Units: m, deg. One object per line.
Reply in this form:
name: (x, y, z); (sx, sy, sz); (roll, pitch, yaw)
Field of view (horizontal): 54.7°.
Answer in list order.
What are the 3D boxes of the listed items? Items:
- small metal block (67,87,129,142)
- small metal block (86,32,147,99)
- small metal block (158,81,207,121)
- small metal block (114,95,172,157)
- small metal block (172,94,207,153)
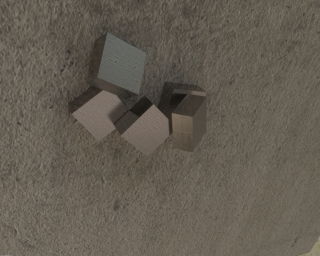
small metal block: (-0.069, -0.021, 0.358); (0.050, 0.025, 0.050); (-38, 130, -3)
small metal block: (-0.046, -0.064, 0.330); (0.050, 0.025, 0.050); (20, 71, -36)
small metal block: (0.027, -0.031, 0.406); (0.050, 0.025, 0.050); (2, 118, -30)
small metal block: (-0.016, -0.002, 0.366); (0.050, 0.025, 0.050); (-44, 130, 2)
small metal block: (0.037, -0.007, 0.377); (0.050, 0.025, 0.050); (-51, 145, -48)
